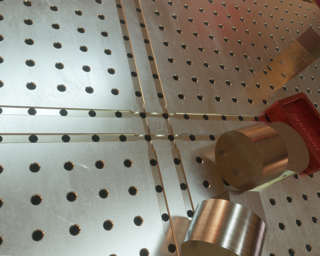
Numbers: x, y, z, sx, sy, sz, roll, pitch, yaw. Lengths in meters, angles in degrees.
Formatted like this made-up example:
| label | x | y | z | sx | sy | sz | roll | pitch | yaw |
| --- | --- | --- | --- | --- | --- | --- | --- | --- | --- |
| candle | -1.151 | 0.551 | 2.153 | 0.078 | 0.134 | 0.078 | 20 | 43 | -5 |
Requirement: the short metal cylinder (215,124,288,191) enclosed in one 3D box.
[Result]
| label | x | y | z | sx | sy | sz | roll | pitch | yaw |
| --- | --- | --- | --- | --- | --- | --- | --- | --- | --- |
| short metal cylinder | 0.120 | 0.038 | 0.414 | 0.050 | 0.080 | 0.080 | -13 | 68 | -33 |

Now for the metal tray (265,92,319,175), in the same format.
| label | x | y | z | sx | sy | sz | roll | pitch | yaw |
| --- | --- | --- | --- | --- | --- | --- | --- | --- | --- |
| metal tray | 0.252 | 0.006 | 0.536 | 0.091 | 0.030 | 0.130 | -18 | 72 | -35 |

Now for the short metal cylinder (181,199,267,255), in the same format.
| label | x | y | z | sx | sy | sz | roll | pitch | yaw |
| --- | --- | --- | --- | --- | --- | --- | --- | --- | --- |
| short metal cylinder | 0.069 | 0.122 | 0.336 | 0.080 | 0.080 | 0.050 | 35 | 51 | -5 |

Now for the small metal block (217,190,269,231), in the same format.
| label | x | y | z | sx | sy | sz | roll | pitch | yaw |
| --- | --- | --- | --- | --- | --- | --- | --- | --- | --- |
| small metal block | 0.106 | 0.109 | 0.398 | 0.050 | 0.025 | 0.050 | 8 | 58 | -24 |

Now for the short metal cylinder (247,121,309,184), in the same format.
| label | x | y | z | sx | sy | sz | roll | pitch | yaw |
| --- | --- | --- | --- | --- | --- | --- | --- | --- | --- |
| short metal cylinder | 0.172 | 0.037 | 0.462 | 0.081 | 0.050 | 0.080 | 14 | 56 | -21 |

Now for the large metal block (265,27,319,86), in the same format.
| label | x | y | z | sx | sy | sz | roll | pitch | yaw |
| --- | --- | --- | --- | --- | --- | --- | --- | --- | --- |
| large metal block | 0.264 | -0.138 | 0.599 | 0.050 | 0.080 | 0.080 | 48 | 51 | 5 |
